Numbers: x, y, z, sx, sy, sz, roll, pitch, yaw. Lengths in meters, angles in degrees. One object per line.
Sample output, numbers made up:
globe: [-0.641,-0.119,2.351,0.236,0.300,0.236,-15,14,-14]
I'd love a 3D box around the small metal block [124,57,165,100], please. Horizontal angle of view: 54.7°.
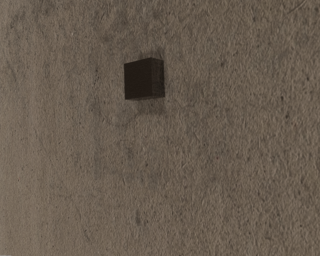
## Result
small metal block: [-0.022,-0.065,0.421,0.050,0.025,0.050,-3,88,39]
